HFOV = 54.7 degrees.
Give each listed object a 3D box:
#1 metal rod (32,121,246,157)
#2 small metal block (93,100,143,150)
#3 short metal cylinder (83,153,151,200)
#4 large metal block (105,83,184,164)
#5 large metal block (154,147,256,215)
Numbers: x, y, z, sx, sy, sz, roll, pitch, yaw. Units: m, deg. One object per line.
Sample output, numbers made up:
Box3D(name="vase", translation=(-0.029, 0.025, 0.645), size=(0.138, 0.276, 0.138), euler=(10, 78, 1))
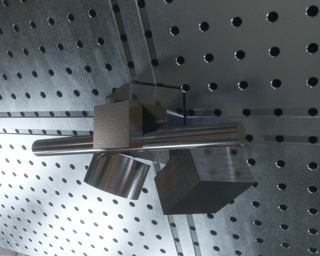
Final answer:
Box3D(name="metal rod", translation=(-0.049, 0.017, 0.378), size=(0.300, 0.025, 0.025), euler=(-5, 116, 31))
Box3D(name="small metal block", translation=(-0.048, -0.001, 0.350), size=(0.050, 0.025, 0.050), euler=(-6, 81, 31))
Box3D(name="short metal cylinder", translation=(-0.059, 0.062, 0.433), size=(0.080, 0.080, 0.050), euler=(18, 83, 18))
Box3D(name="large metal block", translation=(-0.017, -0.007, 0.394), size=(0.080, 0.050, 0.079), euler=(10, 123, 22))
Box3D(name="large metal block", translation=(0.051, 0.063, 0.375), size=(0.081, 0.050, 0.080), euler=(8, 137, -31))
